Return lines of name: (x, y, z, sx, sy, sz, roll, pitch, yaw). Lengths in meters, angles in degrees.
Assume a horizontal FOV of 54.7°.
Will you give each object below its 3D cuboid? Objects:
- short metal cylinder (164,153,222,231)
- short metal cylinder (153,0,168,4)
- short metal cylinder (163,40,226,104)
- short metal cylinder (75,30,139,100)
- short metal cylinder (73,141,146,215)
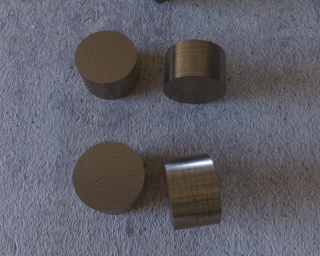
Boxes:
short metal cylinder: (0.034, 0.072, 0.353, 0.050, 0.080, 0.080, -8, 70, -3)
short metal cylinder: (-0.003, -0.237, 0.465, 0.050, 0.080, 0.080, 38, 74, 12)
short metal cylinder: (0.046, -0.070, 0.405, 0.080, 0.080, 0.050, 3, 70, 1)
short metal cylinder: (-0.070, -0.085, 0.425, 0.081, 0.050, 0.080, 0, 70, 0)
short metal cylinder: (-0.057, 0.061, 0.372, 0.081, 0.050, 0.080, 0, 70, 0)
